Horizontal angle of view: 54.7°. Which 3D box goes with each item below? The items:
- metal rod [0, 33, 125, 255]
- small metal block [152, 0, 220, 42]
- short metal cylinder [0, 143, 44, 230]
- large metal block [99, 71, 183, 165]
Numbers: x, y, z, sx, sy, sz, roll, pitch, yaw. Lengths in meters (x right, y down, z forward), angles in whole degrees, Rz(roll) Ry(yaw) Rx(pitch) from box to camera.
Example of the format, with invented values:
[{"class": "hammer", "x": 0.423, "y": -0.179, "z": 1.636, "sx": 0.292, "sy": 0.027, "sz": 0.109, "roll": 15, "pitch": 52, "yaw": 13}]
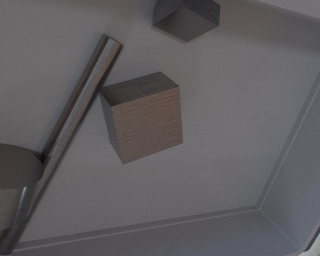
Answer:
[{"class": "metal rod", "x": -0.125, "y": 0.031, "z": 0.360, "sx": 0.025, "sy": 0.025, "sz": 0.299, "roll": 21, "pitch": 107, "yaw": -37}, {"class": "small metal block", "x": 0.028, "y": -0.121, "z": 0.331, "sx": 0.050, "sy": 0.050, "sz": 0.025, "roll": 14, "pitch": 75, "yaw": -35}, {"class": "short metal cylinder", "x": -0.168, "y": 0.057, "z": 0.317, "sx": 0.081, "sy": 0.080, "sz": 0.050, "roll": 12, "pitch": 112, "yaw": -34}, {"class": "large metal block", "x": -0.021, "y": -0.013, "z": 0.374, "sx": 0.081, "sy": 0.050, "sz": 0.079, "roll": -19, "pitch": 126, "yaw": -18}]
